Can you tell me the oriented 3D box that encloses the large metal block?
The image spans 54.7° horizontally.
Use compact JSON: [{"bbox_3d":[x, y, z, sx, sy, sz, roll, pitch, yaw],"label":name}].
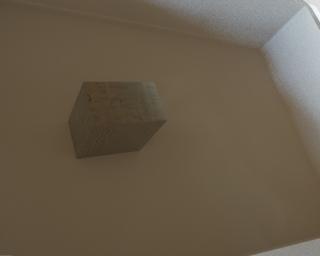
[{"bbox_3d":[-0.051,-0.008,0.349,0.081,0.080,0.050,-5,65,-31],"label":"large metal block"}]
